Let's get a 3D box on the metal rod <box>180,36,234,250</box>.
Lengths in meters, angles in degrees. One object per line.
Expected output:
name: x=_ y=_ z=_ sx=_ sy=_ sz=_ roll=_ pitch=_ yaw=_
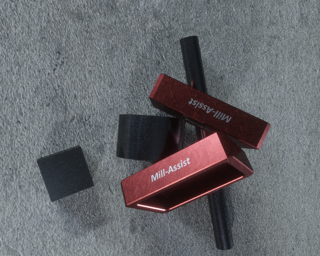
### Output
metal rod: x=0.067 y=0.023 z=0.435 sx=0.025 sy=0.025 sz=0.298 roll=-12 pitch=94 yaw=-20

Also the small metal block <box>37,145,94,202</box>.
small metal block: x=-0.112 y=0.053 z=0.368 sx=0.050 sy=0.025 sz=0.050 roll=-19 pitch=97 yaw=-19

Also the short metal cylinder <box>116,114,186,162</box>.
short metal cylinder: x=-0.011 y=0.012 z=0.377 sx=0.081 sy=0.080 sz=0.050 roll=5 pitch=89 yaw=-20

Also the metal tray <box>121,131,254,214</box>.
metal tray: x=0.033 y=0.057 z=0.358 sx=0.090 sy=0.130 sz=0.030 roll=33 pitch=33 yaw=-54

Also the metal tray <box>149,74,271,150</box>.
metal tray: x=0.054 y=-0.016 z=0.371 sx=0.130 sy=0.090 sz=0.030 roll=25 pitch=88 yaw=3
